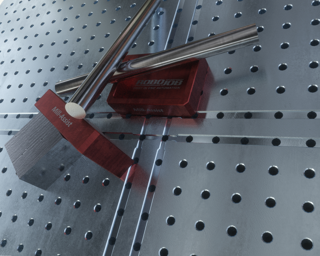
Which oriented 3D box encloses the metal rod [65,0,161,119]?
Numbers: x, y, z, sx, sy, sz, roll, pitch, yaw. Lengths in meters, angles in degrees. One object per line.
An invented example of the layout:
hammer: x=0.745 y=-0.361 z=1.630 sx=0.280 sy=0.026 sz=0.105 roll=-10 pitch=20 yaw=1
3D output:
metal rod: x=-0.053 y=-0.122 z=0.451 sx=0.025 sy=0.025 sz=0.301 roll=-4 pitch=42 yaw=26

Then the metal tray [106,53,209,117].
metal tray: x=-0.004 y=-0.064 z=0.445 sx=0.130 sy=0.030 sz=0.090 roll=3 pitch=63 yaw=29

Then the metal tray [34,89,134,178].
metal tray: x=-0.101 y=0.007 z=0.413 sx=0.130 sy=0.090 sz=0.030 roll=35 pitch=82 yaw=38

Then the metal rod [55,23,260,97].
metal rod: x=-0.019 y=-0.088 z=0.431 sx=0.301 sy=0.025 sz=0.025 roll=-11 pitch=57 yaw=21

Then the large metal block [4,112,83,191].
large metal block: x=-0.172 y=0.031 z=0.461 sx=0.080 sy=0.050 sz=0.080 roll=-44 pitch=51 yaw=-3
